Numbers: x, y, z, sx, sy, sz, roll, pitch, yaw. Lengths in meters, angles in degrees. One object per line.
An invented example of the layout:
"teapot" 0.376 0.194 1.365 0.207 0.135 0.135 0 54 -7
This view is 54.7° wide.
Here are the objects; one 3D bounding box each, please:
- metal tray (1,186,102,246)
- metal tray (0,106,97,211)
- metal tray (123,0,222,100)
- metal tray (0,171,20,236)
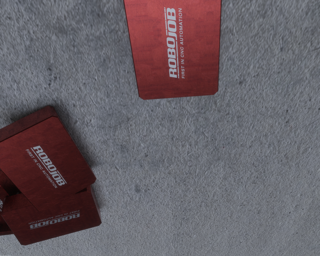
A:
"metal tray" -0.167 0.134 0.493 0.131 0.030 0.089 -13 129 -9
"metal tray" -0.153 0.045 0.415 0.090 0.030 0.129 -29 130 -12
"metal tray" 0.016 -0.093 0.325 0.091 0.030 0.129 -4 130 3
"metal tray" -0.265 0.127 0.509 0.090 0.030 0.129 -9 130 7
